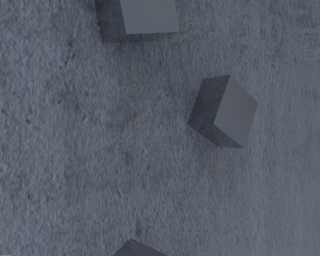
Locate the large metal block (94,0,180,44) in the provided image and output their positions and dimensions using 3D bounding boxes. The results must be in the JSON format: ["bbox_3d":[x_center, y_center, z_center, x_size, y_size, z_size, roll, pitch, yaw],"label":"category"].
[{"bbox_3d":[-0.029,-0.147,0.366,0.081,0.050,0.079,-17,101,-39],"label":"large metal block"}]

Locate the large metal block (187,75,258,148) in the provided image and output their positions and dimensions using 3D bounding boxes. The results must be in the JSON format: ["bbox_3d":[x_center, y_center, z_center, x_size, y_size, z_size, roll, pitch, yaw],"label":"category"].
[{"bbox_3d":[0.098,-0.023,0.473,0.080,0.050,0.080,34,69,-35],"label":"large metal block"}]

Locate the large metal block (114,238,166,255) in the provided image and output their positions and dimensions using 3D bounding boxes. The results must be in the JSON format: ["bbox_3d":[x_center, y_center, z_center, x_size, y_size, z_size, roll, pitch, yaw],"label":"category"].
[{"bbox_3d":[-0.028,0.181,0.348,0.080,0.080,0.050,-37,113,-34],"label":"large metal block"}]
